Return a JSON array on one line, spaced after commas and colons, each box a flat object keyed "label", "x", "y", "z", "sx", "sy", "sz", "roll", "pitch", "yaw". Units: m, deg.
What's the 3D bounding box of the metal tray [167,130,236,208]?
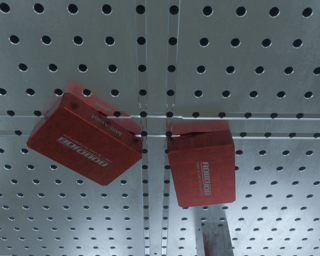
[{"label": "metal tray", "x": 0.065, "y": 0.066, "z": 0.465, "sx": 0.090, "sy": 0.030, "sz": 0.129, "roll": -7, "pitch": 130, "yaw": 6}]

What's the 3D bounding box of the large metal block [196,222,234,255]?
[{"label": "large metal block", "x": 0.100, "y": 0.233, "z": 0.575, "sx": 0.050, "sy": 0.080, "sz": 0.079, "roll": 2, "pitch": 130, "yaw": -2}]

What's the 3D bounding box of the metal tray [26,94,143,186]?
[{"label": "metal tray", "x": -0.100, "y": 0.022, "z": 0.426, "sx": 0.130, "sy": 0.030, "sz": 0.090, "roll": 35, "pitch": 122, "yaw": -26}]
